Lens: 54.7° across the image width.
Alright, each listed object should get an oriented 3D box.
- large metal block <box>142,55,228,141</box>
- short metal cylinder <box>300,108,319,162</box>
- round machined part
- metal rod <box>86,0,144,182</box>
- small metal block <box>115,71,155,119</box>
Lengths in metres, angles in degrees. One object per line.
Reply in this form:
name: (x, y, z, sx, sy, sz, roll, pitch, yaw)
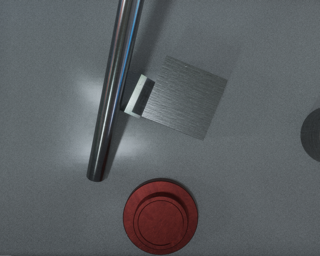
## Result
large metal block: (0.030, -0.036, 0.399, 0.080, 0.050, 0.080, 22, 90, -1)
short metal cylinder: (0.234, 0.010, 0.402, 0.081, 0.050, 0.079, 0, 90, -1)
round machined part: (0.001, 0.117, 0.403, 0.099, 0.042, 0.097, 0, 90, -1)
metal rod: (-0.048, -0.065, 0.349, 0.025, 0.025, 0.298, 16, 115, -1)
small metal block: (-0.039, -0.045, 0.396, 0.025, 0.050, 0.050, 25, 90, -42)
